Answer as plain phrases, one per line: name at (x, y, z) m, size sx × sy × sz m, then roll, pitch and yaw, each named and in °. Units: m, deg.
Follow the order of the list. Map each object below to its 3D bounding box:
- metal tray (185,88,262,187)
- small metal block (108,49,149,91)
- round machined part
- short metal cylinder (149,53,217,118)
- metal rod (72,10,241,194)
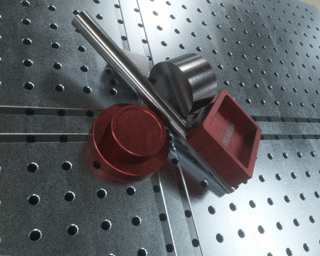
metal tray at (0.093, 0.008, 0.425) m, size 0.090 × 0.030 × 0.131 m, roll 46°, pitch 35°, yaw -6°
small metal block at (-0.044, -0.080, 0.435) m, size 0.050 × 0.025 × 0.050 m, roll 13°, pitch 56°, yaw -22°
round machined part at (-0.032, 0.011, 0.374) m, size 0.099 × 0.042 × 0.098 m, roll 14°, pitch 56°, yaw -21°
short metal cylinder at (0.030, -0.058, 0.426) m, size 0.050 × 0.080 × 0.080 m, roll -28°, pitch 78°, yaw -38°
metal rod at (-0.001, -0.030, 0.405) m, size 0.300 × 0.025 × 0.025 m, roll 48°, pitch 51°, yaw -5°
